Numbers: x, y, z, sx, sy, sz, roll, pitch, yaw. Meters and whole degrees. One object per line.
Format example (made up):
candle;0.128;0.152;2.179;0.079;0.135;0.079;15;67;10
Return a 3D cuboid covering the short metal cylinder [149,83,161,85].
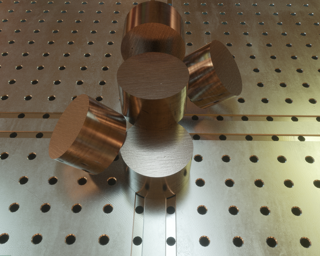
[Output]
short metal cylinder;-0.006;-0.069;0.449;0.081;0.050;0.080;0;51;0

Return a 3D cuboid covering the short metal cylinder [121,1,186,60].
short metal cylinder;-0.008;-0.114;0.401;0.081;0.080;0.050;0;50;0

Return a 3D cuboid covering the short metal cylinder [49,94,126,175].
short metal cylinder;-0.084;0.008;0.357;0.050;0.080;0.080;31;40;-33

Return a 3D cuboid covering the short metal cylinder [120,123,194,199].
short metal cylinder;-0.003;0.035;0.361;0.081;0.050;0.080;0;51;0

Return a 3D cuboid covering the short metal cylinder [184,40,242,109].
short metal cylinder;0.070;-0.072;0.424;0.050;0.080;0.080;-22;39;36

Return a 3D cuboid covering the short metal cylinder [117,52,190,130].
short metal cylinder;-0.008;-0.044;0.362;0.081;0.050;0.080;0;50;0
